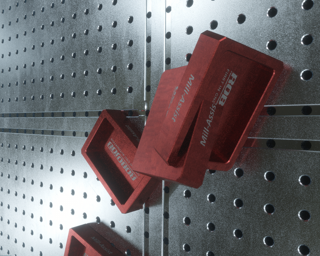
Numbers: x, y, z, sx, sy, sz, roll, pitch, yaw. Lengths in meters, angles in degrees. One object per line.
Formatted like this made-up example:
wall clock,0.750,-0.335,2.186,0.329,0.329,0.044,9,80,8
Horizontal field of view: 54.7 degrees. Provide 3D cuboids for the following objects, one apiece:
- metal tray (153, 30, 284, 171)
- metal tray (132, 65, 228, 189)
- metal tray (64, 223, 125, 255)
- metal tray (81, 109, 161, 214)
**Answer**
metal tray,0.059,-0.021,0.314,0.030,0.091,0.129,46,119,51
metal tray,0.022,-0.006,0.344,0.090,0.030,0.130,1,70,54
metal tray,-0.101,0.223,0.486,0.130,0.030,0.089,23,104,37
metal tray,-0.056,0.045,0.450,0.130,0.030,0.089,48,118,29
